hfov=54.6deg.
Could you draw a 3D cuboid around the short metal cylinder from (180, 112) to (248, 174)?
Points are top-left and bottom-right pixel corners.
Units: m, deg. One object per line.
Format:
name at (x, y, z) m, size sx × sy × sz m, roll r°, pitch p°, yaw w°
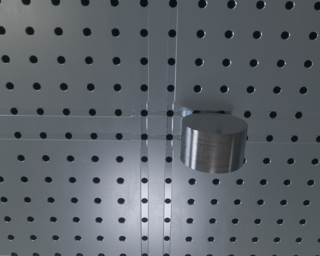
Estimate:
short metal cylinder at (0.067, 0.016, 0.390) m, size 0.080 × 0.080 × 0.050 m, roll 1°, pitch 110°, yaw -1°
